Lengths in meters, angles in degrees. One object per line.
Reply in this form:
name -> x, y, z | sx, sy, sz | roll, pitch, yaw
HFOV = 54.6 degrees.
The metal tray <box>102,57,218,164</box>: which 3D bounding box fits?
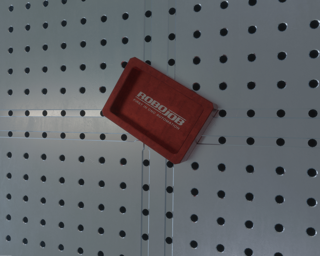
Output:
metal tray -> -0.002, -0.024, 0.411 | 0.130, 0.030, 0.090 | 33, 101, 17
